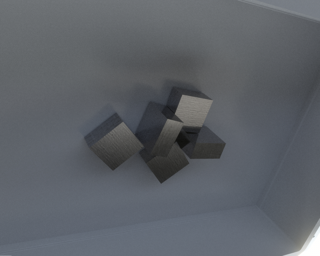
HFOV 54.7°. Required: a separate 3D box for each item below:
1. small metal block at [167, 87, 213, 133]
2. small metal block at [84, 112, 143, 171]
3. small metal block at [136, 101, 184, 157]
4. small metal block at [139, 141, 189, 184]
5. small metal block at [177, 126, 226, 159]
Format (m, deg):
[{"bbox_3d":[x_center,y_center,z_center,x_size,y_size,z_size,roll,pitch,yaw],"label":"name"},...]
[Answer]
[{"bbox_3d":[0.035,-0.023,0.413,0.050,0.025,0.050,6,115,-32],"label":"small metal block"},{"bbox_3d":[-0.057,0.018,0.387,0.050,0.025,0.050,-38,130,-3],"label":"small metal block"},{"bbox_3d":[-0.002,0.001,0.391,0.025,0.050,0.050,13,111,-34],"label":"small metal block"},{"bbox_3d":[0.007,0.043,0.438,0.050,0.025,0.050,-35,129,-5],"label":"small metal block"},{"bbox_3d":[0.054,0.019,0.433,0.050,0.050,0.025,3,117,-30],"label":"small metal block"}]
